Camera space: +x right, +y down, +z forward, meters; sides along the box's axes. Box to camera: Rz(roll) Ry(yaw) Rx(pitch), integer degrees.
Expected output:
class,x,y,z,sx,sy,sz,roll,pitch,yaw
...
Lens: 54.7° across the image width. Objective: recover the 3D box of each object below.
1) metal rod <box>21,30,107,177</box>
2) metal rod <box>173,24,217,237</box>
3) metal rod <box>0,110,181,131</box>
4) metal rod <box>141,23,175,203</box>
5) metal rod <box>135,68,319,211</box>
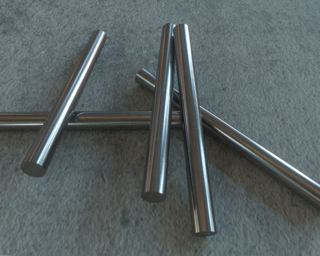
class,x,y,z,sx,sy,sz,roll,pitch,yaw
metal rod,-0.116,-0.058,0.424,0.025,0.025,0.300,4,42,3
metal rod,0.039,-0.020,0.391,0.025,0.025,0.299,-2,59,-2
metal rod,-0.125,-0.009,0.409,0.302,0.025,0.025,-1,50,-1
metal rod,0.005,-0.045,0.407,0.025,0.025,0.300,4,50,2
metal rod,0.079,0.002,0.402,0.300,0.025,0.025,37,59,26
